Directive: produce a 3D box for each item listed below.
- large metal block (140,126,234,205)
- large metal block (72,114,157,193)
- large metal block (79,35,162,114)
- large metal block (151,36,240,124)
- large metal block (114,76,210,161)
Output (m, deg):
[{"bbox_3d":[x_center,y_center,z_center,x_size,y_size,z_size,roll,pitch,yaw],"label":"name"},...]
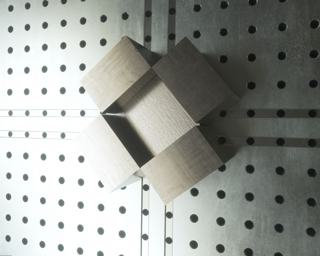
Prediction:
[{"bbox_3d":[0.036,0.041,0.372,0.080,0.080,0.050,-39,78,16],"label":"large metal block"},{"bbox_3d":[-0.051,0.029,0.402,0.050,0.080,0.080,-40,78,16],"label":"large metal block"},{"bbox_3d":[-0.040,-0.062,0.398,0.080,0.080,0.050,-40,77,16],"label":"large metal block"},{"bbox_3d":[0.046,-0.052,0.368,0.050,0.080,0.080,-40,78,15],"label":"large metal block"},{"bbox_3d":[0.003,-0.011,0.397,0.080,0.050,0.080,-40,76,17],"label":"large metal block"}]
